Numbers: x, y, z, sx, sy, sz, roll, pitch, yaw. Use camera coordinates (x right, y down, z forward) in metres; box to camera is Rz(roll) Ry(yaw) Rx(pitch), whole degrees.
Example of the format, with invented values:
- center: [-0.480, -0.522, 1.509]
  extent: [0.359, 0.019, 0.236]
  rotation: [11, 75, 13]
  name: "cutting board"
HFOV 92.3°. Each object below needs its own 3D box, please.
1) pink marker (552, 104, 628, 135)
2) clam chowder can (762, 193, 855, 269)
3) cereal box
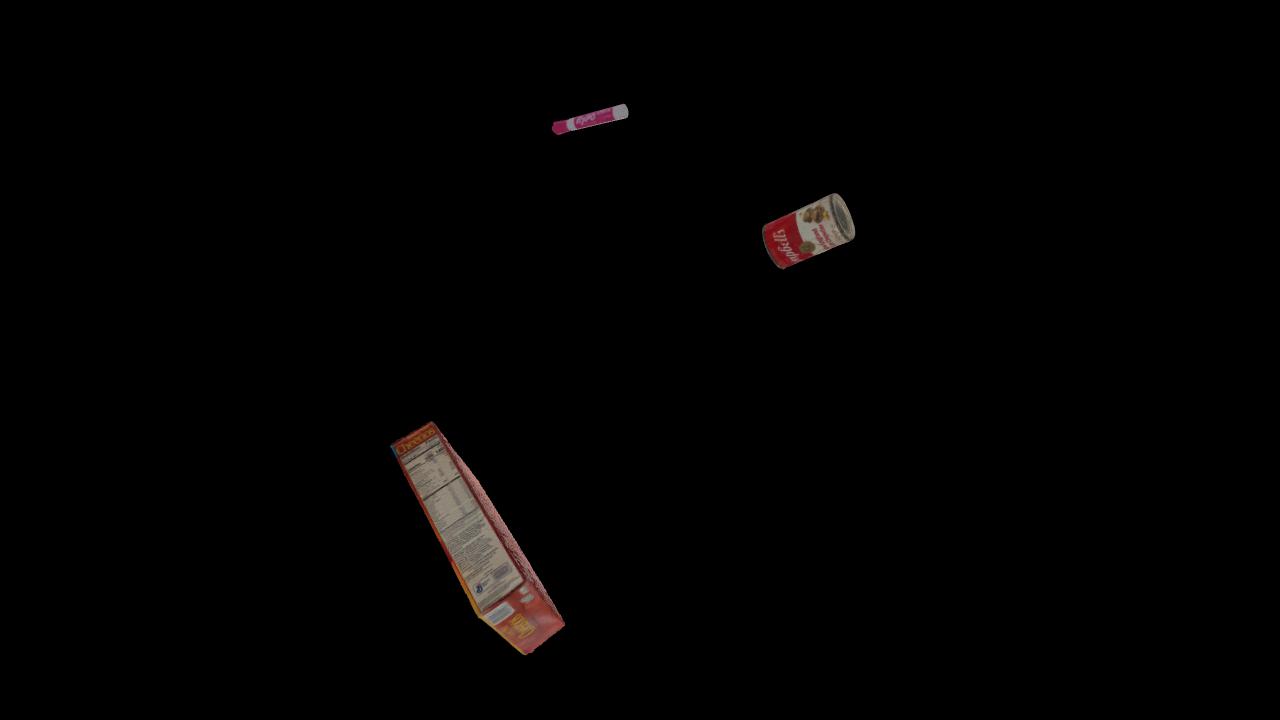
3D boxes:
- center: [-0.073, -0.337, 0.865]
  extent: [0.121, 0.020, 0.020]
  rotation: [-2, -1, 28]
  name: "pink marker"
- center: [0.225, -0.171, 0.821]
  extent: [0.102, 0.068, 0.068]
  rotation: [-21, -12, 36]
  name: "clam chowder can"
- center: [-0.235, 0.254, 0.890]
  extent: [0.081, 0.203, 0.306]
  rotation: [-34, 55, -16]
  name: "cereal box"
